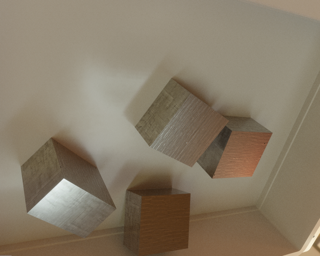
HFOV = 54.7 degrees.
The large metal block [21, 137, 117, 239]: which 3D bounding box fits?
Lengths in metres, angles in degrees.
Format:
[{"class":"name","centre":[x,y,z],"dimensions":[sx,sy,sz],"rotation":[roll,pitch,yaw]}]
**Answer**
[{"class":"large metal block","centre":[-0.107,0.069,0.358],"dimensions":[0.050,0.080,0.080],"rotation":[-44,130,2]}]

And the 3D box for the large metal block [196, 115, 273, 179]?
[{"class":"large metal block","centre":[0.111,0.028,0.473],"dimensions":[0.081,0.050,0.079],"rotation":[3,117,-30]}]

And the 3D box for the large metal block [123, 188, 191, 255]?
[{"class":"large metal block","centre":[-0.004,0.133,0.453],"dimensions":[0.081,0.050,0.080],"rotation":[4,88,-31]}]

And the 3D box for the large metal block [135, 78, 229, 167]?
[{"class":"large metal block","centre":[0.029,-0.005,0.407],"dimensions":[0.080,0.050,0.080],"rotation":[30,102,-38]}]
